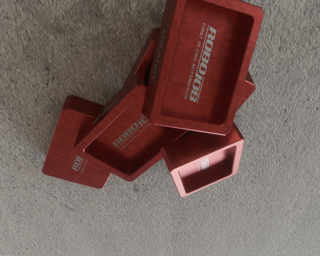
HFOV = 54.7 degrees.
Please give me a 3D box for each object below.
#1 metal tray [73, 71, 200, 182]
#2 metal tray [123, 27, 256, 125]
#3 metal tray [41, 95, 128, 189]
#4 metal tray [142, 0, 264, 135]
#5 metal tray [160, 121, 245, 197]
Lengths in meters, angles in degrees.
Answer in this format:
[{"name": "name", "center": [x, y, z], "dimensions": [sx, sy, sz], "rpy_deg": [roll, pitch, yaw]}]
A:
[{"name": "metal tray", "center": [-0.029, 0.004, 0.369], "dimensions": [0.090, 0.030, 0.130], "rpy_deg": [34, 122, -26]}, {"name": "metal tray", "center": [0.032, -0.048, 0.365], "dimensions": [0.131, 0.030, 0.089], "rpy_deg": [21, 127, -18]}, {"name": "metal tray", "center": [-0.101, 0.025, 0.424], "dimensions": [0.091, 0.030, 0.129], "rpy_deg": [19, 127, -16]}, {"name": "metal tray", "center": [0.041, -0.063, 0.307], "dimensions": [0.091, 0.030, 0.129], "rpy_deg": [9, 103, -21]}, {"name": "metal tray", "center": [0.056, 0.044, 0.399], "dimensions": [0.090, 0.030, 0.130], "rpy_deg": [-23, 153, -2]}]
